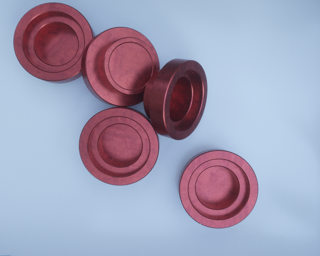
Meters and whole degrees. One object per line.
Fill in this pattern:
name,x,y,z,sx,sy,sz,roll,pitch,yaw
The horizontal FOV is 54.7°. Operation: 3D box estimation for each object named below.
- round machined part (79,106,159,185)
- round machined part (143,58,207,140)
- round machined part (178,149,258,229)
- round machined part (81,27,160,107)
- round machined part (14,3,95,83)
round machined part,-0.050,0.021,0.399,0.099,0.042,0.097,0,97,1
round machined part,0.017,-0.037,0.384,0.042,0.098,0.097,16,90,34
round machined part,0.073,0.076,0.404,0.099,0.042,0.097,0,90,-1
round machined part,-0.043,-0.075,0.382,0.099,0.042,0.097,-4,98,-28
round machined part,-0.131,-0.106,0.401,0.099,0.042,0.097,0,90,-1
